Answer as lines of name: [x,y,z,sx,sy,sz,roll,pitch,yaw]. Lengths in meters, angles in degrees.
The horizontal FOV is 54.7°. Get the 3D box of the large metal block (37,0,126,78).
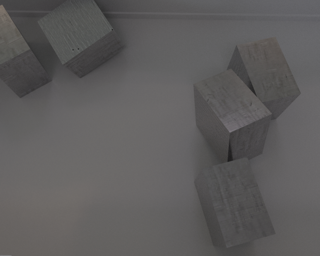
large metal block: [-0.108,-0.131,0.434,0.080,0.050,0.080,-34,73,3]

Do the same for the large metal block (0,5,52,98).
large metal block: [-0.199,-0.099,0.415,0.050,0.080,0.080,-33,73,-11]

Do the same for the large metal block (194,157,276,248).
large metal block: [0.078,0.086,0.349,0.050,0.080,0.080,-14,71,-5]

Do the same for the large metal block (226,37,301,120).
large metal block: [0.127,-0.057,0.402,0.050,0.080,0.080,-13,71,-5]

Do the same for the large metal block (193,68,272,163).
large metal block: [0.083,-0.010,0.373,0.050,0.080,0.080,-24,54,-8]
